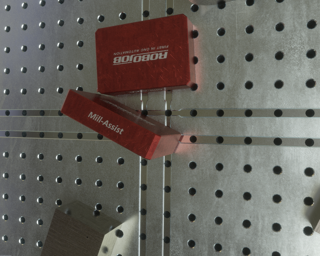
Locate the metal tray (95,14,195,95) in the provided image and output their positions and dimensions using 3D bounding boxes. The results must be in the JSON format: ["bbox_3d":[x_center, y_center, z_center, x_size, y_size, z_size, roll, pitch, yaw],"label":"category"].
[{"bbox_3d":[-0.021,-0.095,0.417,0.130,0.030,0.089,-3,89,19],"label":"metal tray"}]

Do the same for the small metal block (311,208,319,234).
[{"bbox_3d":[0.205,0.101,0.341,0.050,0.025,0.050,26,98,17],"label":"small metal block"}]

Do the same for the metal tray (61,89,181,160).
[{"bbox_3d":[-0.046,-0.006,0.393,0.130,0.090,0.030,27,99,17],"label":"metal tray"}]

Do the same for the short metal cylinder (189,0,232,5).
[{"bbox_3d":[0.067,-0.185,0.359,0.080,0.080,0.050,-10,87,19],"label":"short metal cylinder"}]

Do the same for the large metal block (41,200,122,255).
[{"bbox_3d":[-0.111,0.160,0.437,0.080,0.050,0.080,22,97,18],"label":"large metal block"}]
